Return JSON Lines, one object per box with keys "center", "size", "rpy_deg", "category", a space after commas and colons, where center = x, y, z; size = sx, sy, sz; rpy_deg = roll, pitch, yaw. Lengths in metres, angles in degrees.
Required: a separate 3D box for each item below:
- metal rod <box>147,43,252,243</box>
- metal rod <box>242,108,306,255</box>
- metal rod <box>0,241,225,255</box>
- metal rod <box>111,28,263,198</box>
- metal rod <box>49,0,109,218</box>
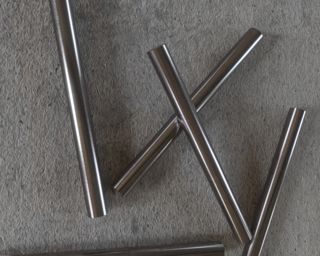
{"center": [0.060, 0.033, 0.410], "size": [0.025, 0.025, 0.299], "rpy_deg": [-32, 108, -17], "category": "metal rod"}
{"center": [0.164, 0.111, 0.469], "size": [0.025, 0.025, 0.299], "rpy_deg": [23, 82, -19], "category": "metal rod"}
{"center": [-0.057, 0.164, 0.388], "size": [0.302, 0.025, 0.025], "rpy_deg": [4, 89, -20], "category": "metal rod"}
{"center": [0.045, -0.030, 0.425], "size": [0.025, 0.025, 0.300], "rpy_deg": [45, 76, -15], "category": "metal rod"}
{"center": [-0.100, -0.041, 0.371], "size": [0.025, 0.025, 0.298], "rpy_deg": [-11, 94, -20], "category": "metal rod"}
